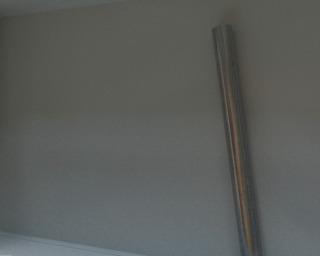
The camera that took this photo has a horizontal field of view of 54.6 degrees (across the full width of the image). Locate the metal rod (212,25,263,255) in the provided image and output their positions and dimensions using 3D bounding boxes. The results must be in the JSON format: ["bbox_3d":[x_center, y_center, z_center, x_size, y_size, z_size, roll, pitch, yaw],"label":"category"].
[{"bbox_3d":[0.094,0.025,0.377,0.025,0.025,0.299,-8,87,20],"label":"metal rod"}]
